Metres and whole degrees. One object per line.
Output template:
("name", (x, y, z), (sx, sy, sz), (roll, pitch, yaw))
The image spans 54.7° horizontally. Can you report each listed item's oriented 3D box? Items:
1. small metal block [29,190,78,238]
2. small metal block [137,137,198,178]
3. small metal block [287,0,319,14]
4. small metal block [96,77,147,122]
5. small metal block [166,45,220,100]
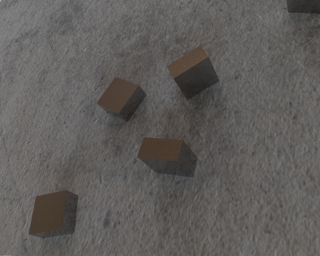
("small metal block", (-0.138, 0.113, 0.405), (0.050, 0.025, 0.050), (-14, 56, 19))
("small metal block", (0.010, 0.034, 0.360), (0.050, 0.050, 0.025), (3, 63, 29))
("small metal block", (0.191, -0.175, 0.395), (0.050, 0.050, 0.025), (18, 71, 34))
("small metal block", (-0.057, -0.043, 0.459), (0.050, 0.025, 0.050), (24, 74, 36))
("small metal block", (0.044, -0.071, 0.407), (0.050, 0.050, 0.025), (-31, 52, 8))
